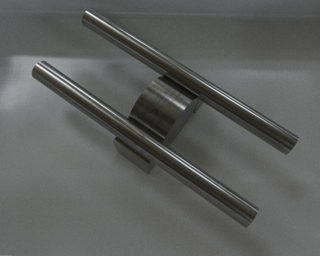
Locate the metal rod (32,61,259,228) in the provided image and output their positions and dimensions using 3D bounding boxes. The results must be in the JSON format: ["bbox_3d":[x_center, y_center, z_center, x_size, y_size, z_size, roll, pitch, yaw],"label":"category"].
[{"bbox_3d":[-0.026,0.011,0.352,0.300,0.025,0.025,34,73,11],"label":"metal rod"}]

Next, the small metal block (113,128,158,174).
[{"bbox_3d":[-0.028,0.028,0.384,0.050,0.050,0.025,35,74,11],"label":"small metal block"}]

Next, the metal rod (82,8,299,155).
[{"bbox_3d":[0.028,-0.063,0.378,0.300,0.025,0.025,34,73,11],"label":"metal rod"}]

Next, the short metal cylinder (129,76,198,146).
[{"bbox_3d":[0.004,-0.017,0.385,0.050,0.080,0.080,35,74,11],"label":"short metal cylinder"}]

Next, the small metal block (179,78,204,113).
[{"bbox_3d":[0.035,-0.052,0.414,0.050,0.050,0.025,35,74,11],"label":"small metal block"}]
